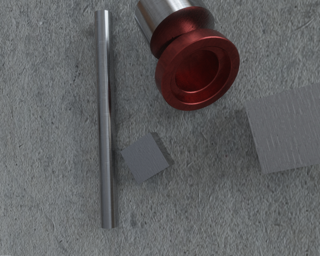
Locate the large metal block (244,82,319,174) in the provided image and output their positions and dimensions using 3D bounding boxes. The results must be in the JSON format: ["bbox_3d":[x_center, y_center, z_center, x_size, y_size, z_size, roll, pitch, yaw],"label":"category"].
[{"bbox_3d":[0.146,0.001,0.344,0.080,0.050,0.080,-15,85,19],"label":"large metal block"}]

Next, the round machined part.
[{"bbox_3d":[0.040,-0.071,0.364,0.098,0.098,0.042,-43,46,15],"label":"round machined part"}]

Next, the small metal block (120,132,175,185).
[{"bbox_3d":[-0.016,0.040,0.414,0.050,0.025,0.050,-33,80,16],"label":"small metal block"}]

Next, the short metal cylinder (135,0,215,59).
[{"bbox_3d":[0.017,-0.125,0.367,0.080,0.080,0.050,-34,61,16],"label":"short metal cylinder"}]

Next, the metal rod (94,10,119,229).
[{"bbox_3d":[-0.075,-0.012,0.434,0.025,0.025,0.298,-2,89,19],"label":"metal rod"}]
